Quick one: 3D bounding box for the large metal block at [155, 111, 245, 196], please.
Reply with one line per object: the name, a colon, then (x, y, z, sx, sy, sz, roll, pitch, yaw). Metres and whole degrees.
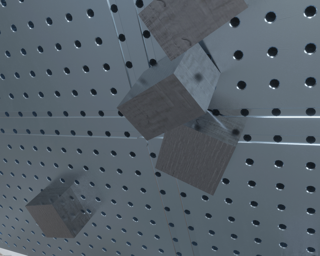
large metal block: (0.048, 0.024, 0.384, 0.080, 0.050, 0.079, 24, 127, 13)

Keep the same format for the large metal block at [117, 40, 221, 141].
large metal block: (0.012, -0.042, 0.338, 0.080, 0.080, 0.050, -26, 114, 37)

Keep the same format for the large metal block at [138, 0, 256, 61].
large metal block: (0.040, -0.114, 0.283, 0.080, 0.080, 0.050, -29, 103, 37)

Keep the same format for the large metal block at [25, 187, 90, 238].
large metal block: (-0.196, 0.163, 0.597, 0.080, 0.050, 0.080, -12, 113, 33)
